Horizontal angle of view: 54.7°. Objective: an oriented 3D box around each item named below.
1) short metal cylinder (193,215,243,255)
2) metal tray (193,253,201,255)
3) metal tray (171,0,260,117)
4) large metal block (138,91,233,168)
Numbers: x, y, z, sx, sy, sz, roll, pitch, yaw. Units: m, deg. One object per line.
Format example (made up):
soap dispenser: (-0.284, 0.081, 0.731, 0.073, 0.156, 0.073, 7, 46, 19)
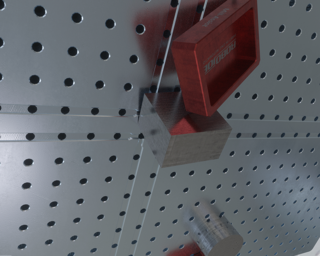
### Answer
short metal cylinder: (0.109, 0.214, 0.587, 0.081, 0.050, 0.079, -14, 124, -21)
metal tray: (0.075, 0.317, 0.644, 0.091, 0.030, 0.129, -17, 125, -19)
metal tray: (0.072, -0.085, 0.360, 0.131, 0.030, 0.090, -44, 134, -31)
large metal block: (0.027, -0.002, 0.384, 0.081, 0.080, 0.050, -6, 132, -26)
